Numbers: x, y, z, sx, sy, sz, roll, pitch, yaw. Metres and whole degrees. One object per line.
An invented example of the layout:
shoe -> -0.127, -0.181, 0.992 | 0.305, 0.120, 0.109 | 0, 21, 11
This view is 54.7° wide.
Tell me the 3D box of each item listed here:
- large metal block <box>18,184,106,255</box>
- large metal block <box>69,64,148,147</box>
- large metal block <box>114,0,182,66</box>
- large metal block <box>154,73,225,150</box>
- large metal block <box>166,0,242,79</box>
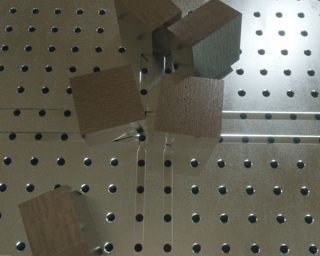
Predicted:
large metal block -> -0.103, 0.115, 0.339 | 0.050, 0.080, 0.080 | -23, 72, -8
large metal block -> -0.066, -0.029, 0.408 | 0.081, 0.050, 0.080 | -15, 71, -6
large metal block -> -0.017, -0.150, 0.437 | 0.050, 0.080, 0.080 | -39, 75, -13
large metal block -> 0.037, -0.021, 0.406 | 0.080, 0.050, 0.080 | 7, 70, 2
large metal block -> 0.062, -0.112, 0.419 | 0.080, 0.080, 0.050 | -36, 58, -12
